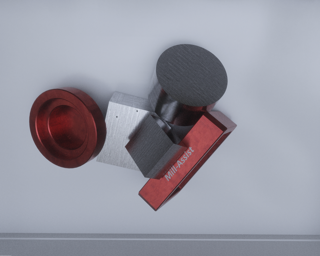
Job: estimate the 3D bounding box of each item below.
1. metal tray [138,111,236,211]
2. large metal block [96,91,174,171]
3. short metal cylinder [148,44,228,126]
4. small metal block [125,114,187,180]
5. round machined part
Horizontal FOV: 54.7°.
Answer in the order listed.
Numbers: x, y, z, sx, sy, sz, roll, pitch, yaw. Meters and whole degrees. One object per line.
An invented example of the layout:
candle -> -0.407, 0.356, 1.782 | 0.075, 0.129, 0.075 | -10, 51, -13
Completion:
metal tray -> 0.037, 0.038, 0.388 | 0.030, 0.090, 0.129 | 42, 106, 14
large metal block -> -0.030, 0.006, 0.398 | 0.081, 0.050, 0.079 | 14, 109, -6
short metal cylinder -> 0.030, -0.048, 0.356 | 0.080, 0.080, 0.050 | 15, 153, -6
small metal block -> -0.006, 0.022, 0.349 | 0.025, 0.050, 0.050 | 20, 114, -49
round machined part -> -0.109, -0.003, 0.386 | 0.098, 0.042, 0.097 | 6, 106, 21
